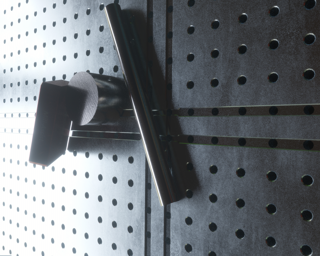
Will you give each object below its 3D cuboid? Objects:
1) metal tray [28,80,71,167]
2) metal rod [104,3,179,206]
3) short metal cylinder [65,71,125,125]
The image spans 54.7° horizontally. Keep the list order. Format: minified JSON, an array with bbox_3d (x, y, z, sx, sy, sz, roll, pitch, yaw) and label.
[{"bbox_3d":[-0.174,-0.011,0.511,0.030,0.090,0.129,14,101,-1],"label":"metal tray"},{"bbox_3d":[-0.029,-0.042,0.433,0.025,0.025,0.299,-27,73,37],"label":"metal rod"},{"bbox_3d":[-0.101,-0.044,0.476,0.080,0.050,0.079,0,90,40],"label":"short metal cylinder"}]
